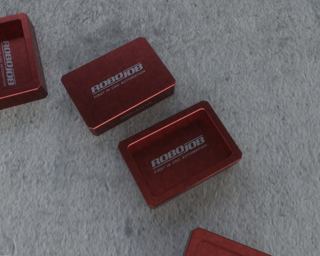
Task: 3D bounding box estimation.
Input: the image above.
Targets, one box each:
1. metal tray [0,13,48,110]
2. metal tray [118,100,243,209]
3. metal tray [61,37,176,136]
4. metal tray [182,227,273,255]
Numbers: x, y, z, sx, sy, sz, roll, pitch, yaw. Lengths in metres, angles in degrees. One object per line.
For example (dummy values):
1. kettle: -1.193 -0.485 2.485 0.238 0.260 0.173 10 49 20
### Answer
1. metal tray: -0.218 -0.094 0.436 0.091 0.030 0.130 -16 71 -6
2. metal tray: 0.025 0.032 0.393 0.131 0.030 0.090 -27 73 -10
3. metal tray: -0.056 -0.059 0.426 0.131 0.030 0.090 -30 73 -11
4. metal tray: 0.081 0.167 0.312 0.131 0.030 0.090 20 71 6
